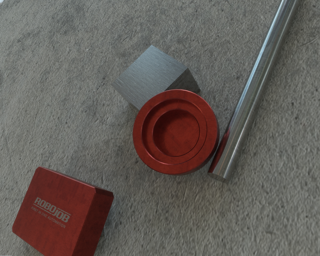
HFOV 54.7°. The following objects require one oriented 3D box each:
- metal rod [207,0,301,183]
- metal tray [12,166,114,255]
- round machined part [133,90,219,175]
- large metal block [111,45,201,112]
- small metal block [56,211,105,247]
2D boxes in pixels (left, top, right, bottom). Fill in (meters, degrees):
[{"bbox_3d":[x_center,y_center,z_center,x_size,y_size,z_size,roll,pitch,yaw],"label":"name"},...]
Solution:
[{"bbox_3d":[0.127,-0.074,0.382,0.025,0.025,0.300,14,69,34],"label":"metal rod"},{"bbox_3d":[-0.123,0.105,0.380,0.130,0.030,0.090,9,75,40],"label":"metal tray"},{"bbox_3d":[0.021,0.007,0.365,0.098,0.042,0.098,-4,77,17],"label":"round machined part"},{"bbox_3d":[-0.006,-0.056,0.425,0.080,0.050,0.080,-45,51,-3],"label":"large metal block"},{"bbox_3d":[-0.099,0.113,0.384,0.050,0.025,0.050,-19,54,10],"label":"small metal block"}]
